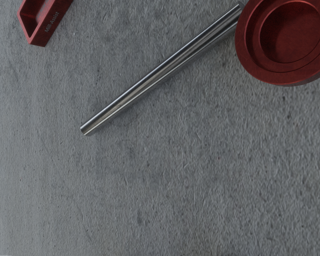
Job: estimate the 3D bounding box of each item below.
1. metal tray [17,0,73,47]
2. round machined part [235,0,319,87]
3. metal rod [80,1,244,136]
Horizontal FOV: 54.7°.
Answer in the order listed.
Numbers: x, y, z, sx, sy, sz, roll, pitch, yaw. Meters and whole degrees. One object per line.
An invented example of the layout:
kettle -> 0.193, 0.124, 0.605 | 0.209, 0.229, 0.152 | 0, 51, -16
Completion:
metal tray -> -0.217, -0.229, 0.580 | 0.129, 0.030, 0.090 | -43, 64, 31
round machined part -> 0.125, -0.087, 0.291 | 0.098, 0.042, 0.097 | 0, 90, 40
metal rod -> -0.014, -0.061, 0.416 | 0.299, 0.025, 0.025 | -31, 71, 35
